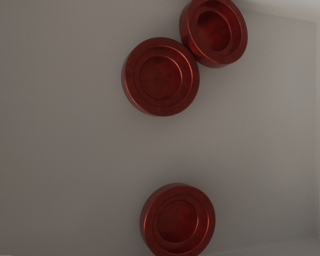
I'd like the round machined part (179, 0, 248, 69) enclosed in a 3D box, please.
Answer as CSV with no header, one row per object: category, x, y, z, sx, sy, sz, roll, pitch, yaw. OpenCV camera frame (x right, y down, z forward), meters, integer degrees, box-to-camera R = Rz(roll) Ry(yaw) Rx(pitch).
round machined part,0.067,-0.128,0.420,0.099,0.042,0.097,4,81,-27

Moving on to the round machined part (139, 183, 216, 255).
round machined part,0.020,0.121,0.409,0.099,0.042,0.097,0,90,-20

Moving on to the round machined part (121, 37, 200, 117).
round machined part,-0.002,-0.063,0.400,0.099,0.042,0.097,0,91,-19
